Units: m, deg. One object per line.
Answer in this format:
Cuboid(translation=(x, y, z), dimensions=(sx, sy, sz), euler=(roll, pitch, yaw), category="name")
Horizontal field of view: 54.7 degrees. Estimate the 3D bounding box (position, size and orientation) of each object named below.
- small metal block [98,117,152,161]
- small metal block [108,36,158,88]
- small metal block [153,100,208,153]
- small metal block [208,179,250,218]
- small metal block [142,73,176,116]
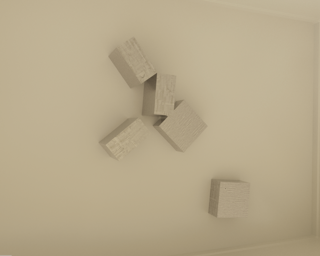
Cuboid(translation=(-0.044, 0.013, 0.382), dimensions=(0.050, 0.050, 0.025), euler=(-41, 103, -16), category="small metal block")
Cuboid(translation=(-0.035, -0.080, 0.385), dimensions=(0.025, 0.050, 0.050), euler=(-38, 103, -16), category="small metal block")
Cuboid(translation=(0.028, -0.003, 0.422), dimensions=(0.050, 0.025, 0.050), euler=(-47, 105, -14), category="small metal block")
Cuboid(translation=(0.101, 0.102, 0.450), dimensions=(0.050, 0.025, 0.050), euler=(6, 88, -20), category="small metal block")
Cuboid(translation=(-0.002, -0.041, 0.397), dimensions=(0.025, 0.050, 0.050), euler=(5, 89, -20), category="small metal block")
